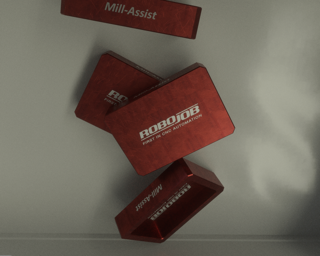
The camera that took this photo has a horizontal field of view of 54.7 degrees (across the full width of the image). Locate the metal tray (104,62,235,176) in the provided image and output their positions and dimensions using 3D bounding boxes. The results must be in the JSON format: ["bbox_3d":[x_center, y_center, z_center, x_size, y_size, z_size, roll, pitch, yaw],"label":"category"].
[{"bbox_3d":[0.011,-0.009,0.373,0.130,0.030,0.090,-27,108,8],"label":"metal tray"}]

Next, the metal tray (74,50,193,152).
[{"bbox_3d":[-0.030,-0.029,0.398,0.131,0.030,0.090,27,108,-10],"label":"metal tray"}]

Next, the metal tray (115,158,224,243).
[{"bbox_3d":[0.014,0.104,0.423,0.130,0.030,0.090,-45,138,14],"label":"metal tray"}]

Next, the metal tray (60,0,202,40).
[{"bbox_3d":[-0.027,-0.125,0.330,0.131,0.090,0.030,10,110,-4],"label":"metal tray"}]
